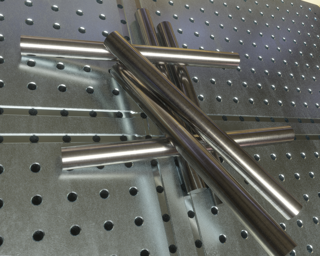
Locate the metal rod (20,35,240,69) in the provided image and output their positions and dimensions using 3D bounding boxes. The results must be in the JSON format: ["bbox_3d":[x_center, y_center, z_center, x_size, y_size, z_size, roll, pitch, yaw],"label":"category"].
[{"bbox_3d":[-0.027,-0.102,0.428,0.302,0.025,0.025,0,62,-19],"label":"metal rod"}]

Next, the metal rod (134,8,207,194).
[{"bbox_3d":[0.008,-0.054,0.444,0.025,0.025,0.299,-2,63,-29],"label":"metal rod"}]

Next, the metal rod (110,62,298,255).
[{"bbox_3d":[0.026,0.014,0.348,0.025,0.025,0.300,-16,50,-34],"label":"metal rod"}]

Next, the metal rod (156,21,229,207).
[{"bbox_3d":[0.045,-0.036,0.453,0.025,0.025,0.299,-2,63,-29],"label":"metal rod"}]

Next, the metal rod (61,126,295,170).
[{"bbox_3d":[0.037,0.021,0.382,0.302,0.025,0.025,-5,64,-19],"label":"metal rod"}]

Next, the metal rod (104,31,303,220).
[{"bbox_3d":[0.045,-0.009,0.370,0.300,0.025,0.025,44,51,8],"label":"metal rod"}]
